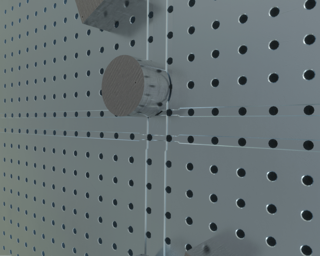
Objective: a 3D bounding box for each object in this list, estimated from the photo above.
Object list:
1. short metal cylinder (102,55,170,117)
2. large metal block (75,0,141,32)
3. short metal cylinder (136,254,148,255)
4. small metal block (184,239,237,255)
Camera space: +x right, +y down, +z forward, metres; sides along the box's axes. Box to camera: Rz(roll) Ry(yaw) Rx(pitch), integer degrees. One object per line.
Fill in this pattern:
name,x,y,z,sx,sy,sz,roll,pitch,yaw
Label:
short metal cylinder,-0.034,-0.055,0.421,0.080,0.050,0.080,0,90,40
large metal block,-0.083,-0.206,0.462,0.080,0.050,0.080,-31,71,36
short metal cylinder,-0.025,0.211,0.394,0.050,0.081,0.079,29,108,36
small metal block,0.059,0.154,0.344,0.050,0.050,0.025,23,105,37
